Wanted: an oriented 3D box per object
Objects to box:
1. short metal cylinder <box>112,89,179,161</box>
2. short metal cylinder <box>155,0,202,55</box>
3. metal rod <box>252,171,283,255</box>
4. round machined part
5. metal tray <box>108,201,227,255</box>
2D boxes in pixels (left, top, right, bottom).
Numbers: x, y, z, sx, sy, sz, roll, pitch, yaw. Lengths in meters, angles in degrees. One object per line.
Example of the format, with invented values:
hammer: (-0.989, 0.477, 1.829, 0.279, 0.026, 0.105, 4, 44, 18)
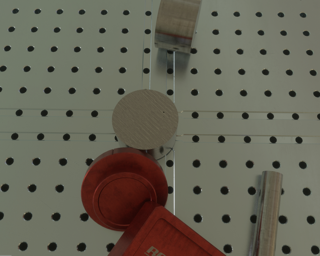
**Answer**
short metal cylinder: (-0.018, -0.002, 0.398, 0.081, 0.050, 0.080, 0, 68, 0)
short metal cylinder: (0.026, -0.148, 0.437, 0.050, 0.080, 0.080, 13, 71, 5)
metal rod: (0.107, 0.194, 0.341, 0.025, 0.025, 0.299, 13, 70, 4)
round machined part: (-0.039, 0.074, 0.351, 0.099, 0.042, 0.097, -2, 104, -6)
metal tray: (0.014, 0.150, 0.323, 0.130, 0.030, 0.090, 41, 73, -16)
